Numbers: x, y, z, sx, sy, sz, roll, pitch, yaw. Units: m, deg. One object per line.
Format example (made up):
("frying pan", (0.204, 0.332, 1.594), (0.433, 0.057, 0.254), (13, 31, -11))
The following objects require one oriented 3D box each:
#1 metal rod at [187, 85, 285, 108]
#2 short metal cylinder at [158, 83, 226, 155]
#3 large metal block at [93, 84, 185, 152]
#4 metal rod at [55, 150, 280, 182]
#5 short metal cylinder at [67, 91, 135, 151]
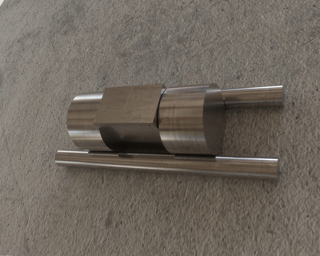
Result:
("metal rod", (0.008, -0.036, 0.424), (0.300, 0.025, 0.025), (0, 62, 28))
("short metal cylinder", (0.039, -0.010, 0.355), (0.050, 0.080, 0.080), (-1, 61, 28))
("large metal block", (-0.020, -0.009, 0.383), (0.080, 0.080, 0.050), (0, 62, 28))
("metal rod", (-0.012, 0.043, 0.386), (0.300, 0.025, 0.025), (0, 62, 28))
("short metal cylinder", (-0.077, -0.009, 0.416), (0.050, 0.080, 0.080), (-1, 61, 28))
